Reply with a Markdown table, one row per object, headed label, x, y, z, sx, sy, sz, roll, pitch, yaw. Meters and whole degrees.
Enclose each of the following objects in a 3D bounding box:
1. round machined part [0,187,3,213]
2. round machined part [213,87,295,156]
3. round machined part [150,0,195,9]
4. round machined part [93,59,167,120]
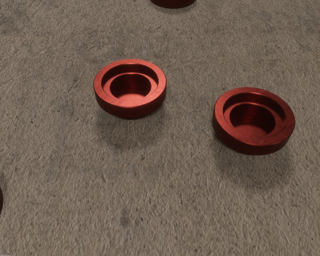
| label | x | y | z | sx | sy | sz | roll | pitch | yaw |
| --- | --- | --- | --- | --- | --- | --- | --- | --- | --- |
| round machined part | -0.224 | 0.079 | 0.323 | 0.099 | 0.042 | 0.098 | 0 | 50 | 0 |
| round machined part | 0.116 | -0.004 | 0.397 | 0.099 | 0.042 | 0.098 | 0 | 50 | 0 |
| round machined part | 0.027 | -0.289 | 0.636 | 0.099 | 0.042 | 0.098 | 0 | 50 | 0 |
| round machined part | -0.041 | -0.050 | 0.434 | 0.099 | 0.042 | 0.098 | 0 | 50 | 0 |
